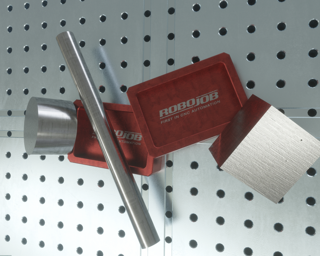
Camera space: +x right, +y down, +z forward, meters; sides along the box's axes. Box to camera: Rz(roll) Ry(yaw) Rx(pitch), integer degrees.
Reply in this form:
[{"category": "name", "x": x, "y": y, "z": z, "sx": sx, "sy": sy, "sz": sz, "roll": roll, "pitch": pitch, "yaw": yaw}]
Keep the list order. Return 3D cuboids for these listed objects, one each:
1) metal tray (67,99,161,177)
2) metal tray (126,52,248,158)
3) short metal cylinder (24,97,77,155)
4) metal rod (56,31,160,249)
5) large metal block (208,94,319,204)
[{"category": "metal tray", "x": -0.062, "y": 0.011, "z": 0.431, "sx": 0.130, "sy": 0.030, "sz": 0.089, "roll": 7, "pitch": 92, "yaw": 19}, {"category": "metal tray", "x": 0.036, "y": -0.026, "z": 0.377, "sx": 0.131, "sy": 0.030, "sz": 0.090, "roll": -20, "pitch": 83, "yaw": 2}, {"category": "short metal cylinder", "x": -0.155, "y": -0.001, "z": 0.435, "sx": 0.080, "sy": 0.050, "sz": 0.080, "roll": -8, "pitch": 80, "yaw": 54}, {"category": "metal rod", "x": -0.071, "y": 0.009, "z": 0.406, "sx": 0.025, "sy": 0.025, "sz": 0.299, "roll": -27, "pitch": 81, "yaw": 18}, {"category": "large metal block", "x": 0.115, "y": 0.022, "z": 0.340, "sx": 0.080, "sy": 0.050, "sz": 0.080, "roll": 33, "pitch": 103, "yaw": -15}]
